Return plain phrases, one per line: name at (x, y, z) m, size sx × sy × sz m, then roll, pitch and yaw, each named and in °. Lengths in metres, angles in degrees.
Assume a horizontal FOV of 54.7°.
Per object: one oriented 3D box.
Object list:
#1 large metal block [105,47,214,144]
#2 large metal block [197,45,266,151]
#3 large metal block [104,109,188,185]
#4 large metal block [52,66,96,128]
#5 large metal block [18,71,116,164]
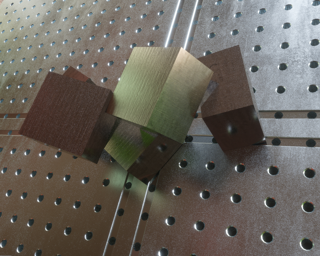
large metal block at (-0.003, -0.037, 0.326) m, size 0.080 × 0.050 × 0.080 m, roll 19°, pitch 84°, yaw 51°
large metal block at (0.080, -0.031, 0.349) m, size 0.050 × 0.080 × 0.080 m, roll -15°, pitch 56°, yaw 19°
large metal block at (-0.026, 0.011, 0.397) m, size 0.080 × 0.050 × 0.080 m, roll -48°, pitch 52°, yaw -6°
large metal block at (-0.119, -0.028, 0.450) m, size 0.050 × 0.080 × 0.080 m, roll 34°, pitch 81°, yaw 38°
large metal block at (-0.103, -0.011, 0.367) m, size 0.080 × 0.050 × 0.080 m, roll 18°, pitch 77°, yaw 13°
